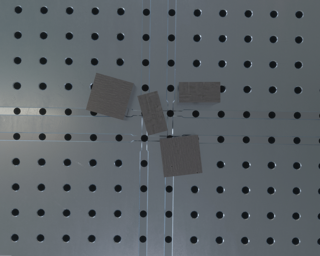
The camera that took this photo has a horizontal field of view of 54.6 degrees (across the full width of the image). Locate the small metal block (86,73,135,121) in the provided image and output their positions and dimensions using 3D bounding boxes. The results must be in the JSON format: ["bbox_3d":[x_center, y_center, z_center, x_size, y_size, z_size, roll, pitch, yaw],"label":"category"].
[{"bbox_3d":[-0.065,-0.041,0.413,0.050,0.025,0.050,16,90,0],"label":"small metal block"}]

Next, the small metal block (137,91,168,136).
[{"bbox_3d":[-0.009,-0.018,0.401,0.025,0.050,0.050,-15,90,0],"label":"small metal block"}]

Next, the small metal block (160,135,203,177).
[{"bbox_3d":[0.027,0.036,0.414,0.050,0.025,0.050,-7,90,0],"label":"small metal block"}]

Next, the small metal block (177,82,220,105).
[{"bbox_3d":[0.048,-0.044,0.401,0.050,0.050,0.025,0,90,0],"label":"small metal block"}]
